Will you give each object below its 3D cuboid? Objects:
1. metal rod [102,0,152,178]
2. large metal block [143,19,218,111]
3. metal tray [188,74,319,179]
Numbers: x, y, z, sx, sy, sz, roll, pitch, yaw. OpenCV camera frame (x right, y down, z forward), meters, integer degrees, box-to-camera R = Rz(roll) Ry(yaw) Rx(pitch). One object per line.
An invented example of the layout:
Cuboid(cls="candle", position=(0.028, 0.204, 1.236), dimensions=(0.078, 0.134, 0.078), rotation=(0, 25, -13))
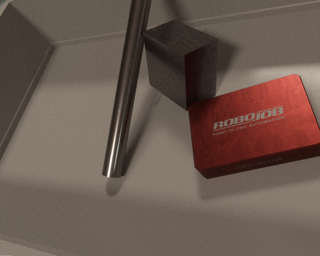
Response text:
Cuboid(cls="metal rod", position=(-0.037, -0.085, 0.398), dimensions=(0.025, 0.025, 0.298), rotation=(11, 92, 32))
Cuboid(cls="large metal block", position=(0.026, -0.082, 0.397), dimensions=(0.050, 0.080, 0.080), rotation=(-30, 47, -23))
Cuboid(cls="metal tray", position=(0.101, -0.001, 0.349), dimensions=(0.130, 0.030, 0.090), rotation=(-15, 56, 19))
